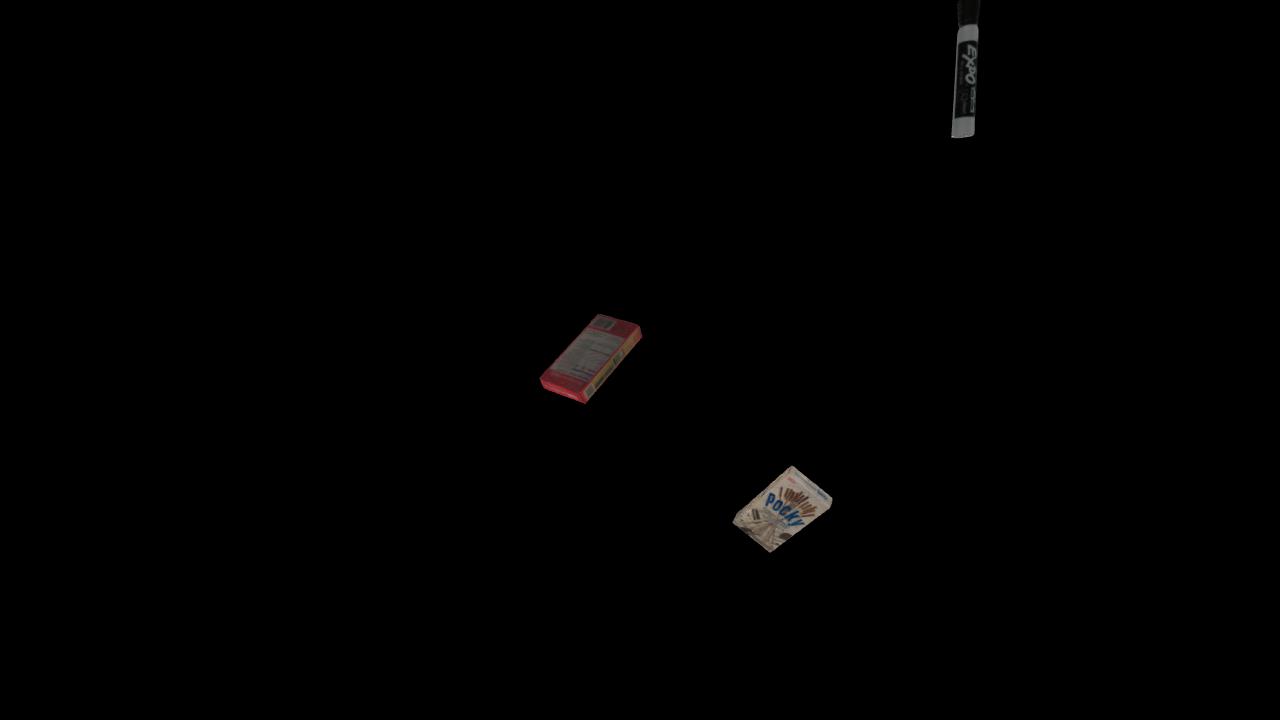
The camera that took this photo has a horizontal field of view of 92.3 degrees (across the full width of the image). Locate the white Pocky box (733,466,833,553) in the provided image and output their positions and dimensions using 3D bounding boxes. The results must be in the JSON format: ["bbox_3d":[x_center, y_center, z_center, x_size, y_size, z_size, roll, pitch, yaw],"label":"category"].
[{"bbox_3d":[0.225,0.241,0.983,0.084,0.154,0.028,39,37,3],"label":"white Pocky box"}]

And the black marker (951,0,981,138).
[{"bbox_3d":[0.292,-0.263,0.550,0.020,0.121,0.020,-2,10,0],"label":"black marker"}]

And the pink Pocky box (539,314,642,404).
[{"bbox_3d":[-0.073,-0.005,0.936,0.084,0.029,0.155,17,53,33],"label":"pink Pocky box"}]
